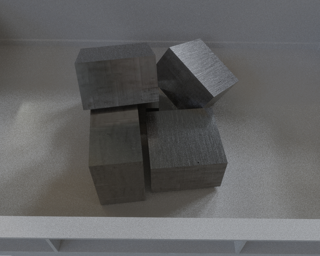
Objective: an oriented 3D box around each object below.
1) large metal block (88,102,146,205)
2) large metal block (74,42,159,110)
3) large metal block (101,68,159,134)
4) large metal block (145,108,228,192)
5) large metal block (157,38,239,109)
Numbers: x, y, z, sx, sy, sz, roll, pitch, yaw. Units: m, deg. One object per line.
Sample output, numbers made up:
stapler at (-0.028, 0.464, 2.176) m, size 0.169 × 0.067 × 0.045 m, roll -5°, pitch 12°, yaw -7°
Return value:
large metal block at (-0.046, 0.028, 0.343) m, size 0.050 × 0.080 × 0.080 m, roll -5°, pitch 50°, yaw -5°
large metal block at (-0.048, -0.062, 0.354) m, size 0.081 × 0.050 × 0.080 m, roll -7°, pitch 25°, yaw -6°
large metal block at (-0.042, -0.038, 0.419) m, size 0.081 × 0.050 × 0.080 m, roll -1°, pitch 50°, yaw -1°
large metal block at (0.026, 0.024, 0.364) m, size 0.081 × 0.050 × 0.080 m, roll -4°, pitch 50°, yaw -4°
large metal block at (0.046, -0.067, 0.410) m, size 0.080 × 0.050 × 0.081 m, roll 50°, pitch 41°, yaw 7°
